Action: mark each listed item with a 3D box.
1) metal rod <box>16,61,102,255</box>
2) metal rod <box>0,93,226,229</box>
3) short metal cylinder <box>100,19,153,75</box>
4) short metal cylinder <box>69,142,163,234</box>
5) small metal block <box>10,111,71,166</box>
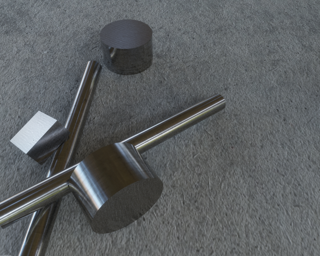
[{"bbox_3d":[-0.114,0.020,0.385,0.025,0.025,0.300,4,50,3],"label":"metal rod"},{"bbox_3d":[-0.035,0.024,0.363,0.302,0.025,0.025,-27,55,-29],"label":"metal rod"},{"bbox_3d":[-0.052,-0.130,0.496,0.081,0.050,0.080,0,50,0],"label":"short metal cylinder"},{"bbox_3d":[-0.044,0.061,0.316,0.081,0.080,0.050,-27,55,-21],"label":"short metal cylinder"},{"bbox_3d":[-0.145,0.011,0.375,0.050,0.025,0.050,21,66,43],"label":"small metal block"}]
